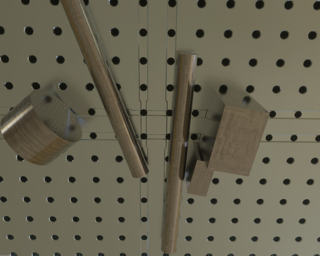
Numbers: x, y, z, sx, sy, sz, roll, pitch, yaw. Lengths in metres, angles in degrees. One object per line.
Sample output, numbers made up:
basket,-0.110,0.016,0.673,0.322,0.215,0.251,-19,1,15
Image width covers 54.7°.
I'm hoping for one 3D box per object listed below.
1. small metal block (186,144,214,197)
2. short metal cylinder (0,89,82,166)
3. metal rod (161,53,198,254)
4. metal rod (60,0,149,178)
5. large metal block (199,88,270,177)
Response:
small metal block,0.054,0.057,0.421,0.025,0.050,0.050,12,110,-4
short metal cylinder,-0.144,-0.001,0.382,0.050,0.080,0.080,-37,106,12
metal rod,0.024,0.048,0.431,0.025,0.025,0.298,4,110,-2
metal rod,-0.074,-0.069,0.387,0.025,0.025,0.298,-17,109,6
large metal block,0.087,0.002,0.386,0.050,0.080,0.079,11,110,-4
